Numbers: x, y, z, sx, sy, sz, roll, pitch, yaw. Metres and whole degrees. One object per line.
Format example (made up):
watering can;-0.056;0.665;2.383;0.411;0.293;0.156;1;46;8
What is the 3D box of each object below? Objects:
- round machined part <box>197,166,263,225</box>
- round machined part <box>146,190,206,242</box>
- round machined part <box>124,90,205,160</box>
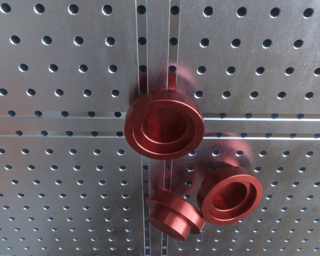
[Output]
round machined part;0.102;0.097;0.472;0.099;0.042;0.097;-8;121;-13
round machined part;0.019;0.142;0.490;0.098;0.042;0.098;26;154;14
round machined part;0.006;-0.008;0.394;0.099;0.042;0.097;0;130;0
